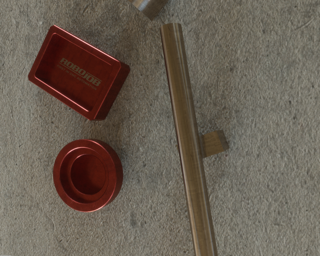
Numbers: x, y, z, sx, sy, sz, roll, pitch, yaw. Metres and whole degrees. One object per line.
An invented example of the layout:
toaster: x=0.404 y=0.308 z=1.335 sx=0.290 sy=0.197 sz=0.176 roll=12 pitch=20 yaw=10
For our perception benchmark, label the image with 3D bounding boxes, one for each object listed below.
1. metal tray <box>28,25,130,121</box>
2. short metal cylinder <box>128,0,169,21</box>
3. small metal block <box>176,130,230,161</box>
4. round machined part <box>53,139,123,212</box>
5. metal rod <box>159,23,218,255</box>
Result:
metal tray: x=-0.119 y=-0.079 z=0.446 sx=0.130 sy=0.030 sz=0.090 roll=32 pitch=100 yaw=16
short metal cylinder: x=-0.025 y=-0.181 z=0.388 sx=0.080 sy=0.080 sz=0.050 roll=44 pitch=104 yaw=14
small metal block: x=0.053 y=0.023 z=0.376 sx=0.050 sy=0.050 sz=0.025 roll=-21 pitch=83 yaw=18
round machined part: x=-0.095 y=0.063 z=0.432 sx=0.098 sy=0.042 sz=0.097 roll=0 pitch=90 yaw=19
metal rod: x=0.034 y=0.033 z=0.343 sx=0.025 sy=0.025 sz=0.298 roll=-10 pitch=87 yaw=19
